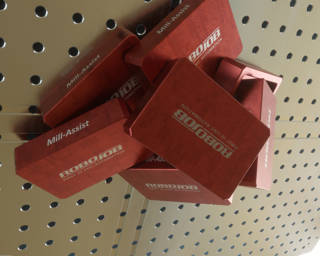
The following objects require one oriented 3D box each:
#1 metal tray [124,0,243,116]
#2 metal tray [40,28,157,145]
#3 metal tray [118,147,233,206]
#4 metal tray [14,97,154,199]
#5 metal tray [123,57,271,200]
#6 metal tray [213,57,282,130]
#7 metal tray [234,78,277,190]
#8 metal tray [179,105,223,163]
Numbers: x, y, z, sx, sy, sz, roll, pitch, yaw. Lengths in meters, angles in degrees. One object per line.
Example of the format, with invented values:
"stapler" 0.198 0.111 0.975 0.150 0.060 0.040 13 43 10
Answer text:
"metal tray" 0.033 -0.084 0.349 0.130 0.030 0.090 -47 133 -14
"metal tray" -0.056 -0.035 0.354 0.130 0.030 0.090 -44 129 1
"metal tray" 0.019 0.063 0.400 0.090 0.130 0.030 51 47 -40
"metal tray" -0.080 0.027 0.351 0.130 0.030 0.090 -26 145 2
"metal tray" 0.041 0.003 0.317 0.130 0.030 0.090 36 84 -19
"metal tray" 0.108 -0.038 0.414 0.131 0.030 0.089 -1 121 -51
"metal tray" 0.123 0.012 0.400 0.090 0.030 0.130 24 71 -58
"metal tray" 0.063 0.013 0.412 0.030 0.090 0.130 -39 129 -1
